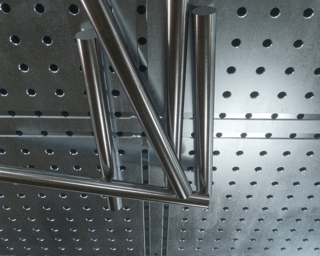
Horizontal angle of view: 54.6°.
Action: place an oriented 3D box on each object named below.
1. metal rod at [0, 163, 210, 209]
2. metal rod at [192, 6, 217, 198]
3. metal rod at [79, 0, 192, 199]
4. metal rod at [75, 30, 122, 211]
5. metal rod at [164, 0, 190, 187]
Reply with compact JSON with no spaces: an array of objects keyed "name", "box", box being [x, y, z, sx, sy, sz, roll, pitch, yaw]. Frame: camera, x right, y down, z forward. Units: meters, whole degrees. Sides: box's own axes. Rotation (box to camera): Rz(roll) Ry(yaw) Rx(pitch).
[{"name":"metal rod","box":[-0.076,0.086,0.449,0.302,0.025,0.025,10,130,-9]},{"name":"metal rod","box":[0.058,-0.005,0.407,0.025,0.025,0.298,-4,130,3]},{"name":"metal rod","box":[-0.019,-0.023,0.370,0.025,0.025,0.299,-16,122,13]},{"name":"metal rod","box":[-0.076,0.015,0.423,0.025,0.025,0.298,0,130,0]},{"name":"metal rod","box":[0.018,-0.031,0.385,0.025,0.025,0.298,0,130,0]}]
